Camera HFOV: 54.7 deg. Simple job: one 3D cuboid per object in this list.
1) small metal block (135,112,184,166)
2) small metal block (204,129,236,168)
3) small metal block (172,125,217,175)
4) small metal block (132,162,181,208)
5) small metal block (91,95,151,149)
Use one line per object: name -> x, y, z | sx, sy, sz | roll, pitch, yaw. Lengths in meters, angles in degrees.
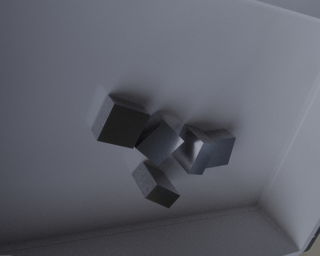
small metal block -> -0.004, 0.016, 0.414 | 0.050, 0.025, 0.050 | -43, 130, 1
small metal block -> 0.082, 0.032, 0.473 | 0.050, 0.025, 0.050 | -6, 121, -26
small metal block -> 0.047, 0.031, 0.437 | 0.025, 0.050, 0.050 | 10, 114, -34
small metal block -> -0.006, 0.081, 0.438 | 0.025, 0.050, 0.050 | -49, 130, 7
small metal block -> -0.048, -0.006, 0.377 | 0.050, 0.025, 0.050 | 16, 110, -35
